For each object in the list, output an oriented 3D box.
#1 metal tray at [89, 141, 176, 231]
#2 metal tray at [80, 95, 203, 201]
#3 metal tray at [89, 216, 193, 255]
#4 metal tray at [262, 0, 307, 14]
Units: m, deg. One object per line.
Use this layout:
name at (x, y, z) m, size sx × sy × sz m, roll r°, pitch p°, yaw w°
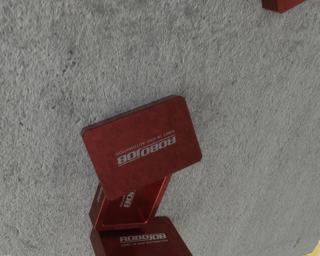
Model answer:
metal tray at (-0.038, 0.083, 0.433) m, size 0.091 × 0.030 × 0.129 m, roll 7°, pitch 115°, yaw -32°
metal tray at (-0.020, 0.021, 0.384) m, size 0.131 × 0.030 × 0.090 m, roll -22°, pitch 104°, yaw -15°
metal tray at (-0.028, 0.176, 0.458) m, size 0.131 × 0.090 × 0.030 m, roll 7°, pitch 115°, yaw -32°
metal tray at (0.181, -0.209, 0.373) m, size 0.131 × 0.030 × 0.090 m, roll -30°, pitch 129°, yaw -9°
